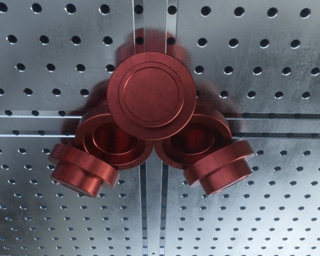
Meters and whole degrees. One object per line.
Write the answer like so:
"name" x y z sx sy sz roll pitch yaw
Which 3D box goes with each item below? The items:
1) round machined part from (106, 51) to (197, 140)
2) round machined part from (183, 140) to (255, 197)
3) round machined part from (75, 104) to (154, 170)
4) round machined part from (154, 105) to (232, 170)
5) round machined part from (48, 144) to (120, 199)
"round machined part" -0.009 -0.035 0.337 0.099 0.042 0.097 0 92 -1
"round machined part" 0.084 0.058 0.416 0.099 0.042 0.098 -24 162 -8
"round machined part" -0.057 0.007 0.405 0.099 0.042 0.097 -1 130 0
"round machined part" 0.042 0.008 0.408 0.099 0.042 0.097 -1 130 0
"round machined part" -0.108 0.063 0.422 0.098 0.042 0.098 20 158 9
